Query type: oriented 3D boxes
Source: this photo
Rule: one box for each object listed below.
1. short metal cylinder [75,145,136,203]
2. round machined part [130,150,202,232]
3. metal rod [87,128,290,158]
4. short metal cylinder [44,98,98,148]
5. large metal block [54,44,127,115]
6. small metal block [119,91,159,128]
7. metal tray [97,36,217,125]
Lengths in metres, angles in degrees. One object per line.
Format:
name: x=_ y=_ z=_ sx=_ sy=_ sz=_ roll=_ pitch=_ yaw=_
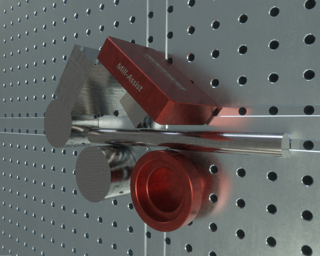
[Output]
short metal cylinder: x=-0.080 y=0.066 z=0.459 sx=0.080 sy=0.050 sz=0.080 roll=0 pitch=90 yaw=40
round machined part: x=0.012 y=0.075 z=0.389 sx=0.098 sy=0.042 sz=0.097 roll=0 pitch=90 yaw=40
metal rod: x=0.009 y=0.015 z=0.402 sx=0.300 sy=0.025 sz=0.025 roll=1 pitch=91 yaw=40
short metal cylinder: x=-0.149 y=-0.008 z=0.515 sx=0.080 sy=0.050 sz=0.080 roll=0 pitch=90 yaw=40
large metal block: x=-0.093 y=-0.066 z=0.451 sx=0.050 sy=0.081 sz=0.080 roll=46 pitch=117 yaw=29
small metal block: x=-0.023 y=-0.035 z=0.429 sx=0.050 sy=0.025 sz=0.050 roll=-46 pitch=63 yaw=30
metal tray: x=-0.004 y=-0.056 z=0.370 sx=0.130 sy=0.091 sz=0.030 roll=48 pitch=119 yaw=29
